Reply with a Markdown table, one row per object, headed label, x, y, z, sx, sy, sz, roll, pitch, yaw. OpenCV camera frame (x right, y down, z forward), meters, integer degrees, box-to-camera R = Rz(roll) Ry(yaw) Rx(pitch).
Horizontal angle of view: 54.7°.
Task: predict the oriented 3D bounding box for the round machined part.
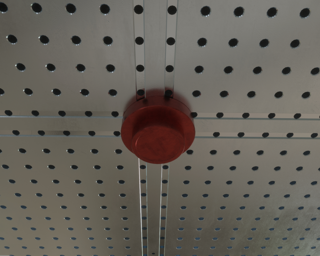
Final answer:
| label | x | y | z | sx | sy | sz | roll | pitch | yaw |
| --- | --- | --- | --- | --- | --- | --- | --- | --- | --- |
| round machined part | -0.003 | 0.010 | 0.408 | 0.099 | 0.042 | 0.097 | -1 | 130 | 0 |
